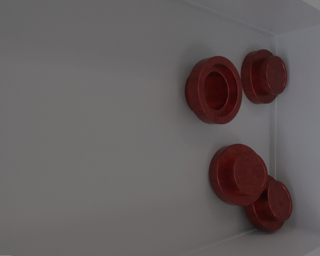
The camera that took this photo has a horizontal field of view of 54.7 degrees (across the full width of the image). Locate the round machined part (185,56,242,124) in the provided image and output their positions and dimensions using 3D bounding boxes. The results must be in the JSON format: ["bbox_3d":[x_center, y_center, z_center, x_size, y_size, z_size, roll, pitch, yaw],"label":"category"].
[{"bbox_3d":[0.075,-0.054,0.458,0.099,0.042,0.097,0,90,-40],"label":"round machined part"}]

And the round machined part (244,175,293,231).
[{"bbox_3d":[0.193,0.128,0.540,0.099,0.042,0.098,15,64,-34],"label":"round machined part"}]

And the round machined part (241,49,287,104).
[{"bbox_3d":[0.192,-0.092,0.556,0.099,0.042,0.097,0,90,-40],"label":"round machined part"}]

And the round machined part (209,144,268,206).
[{"bbox_3d":[0.130,0.073,0.488,0.099,0.042,0.098,6,76,-27],"label":"round machined part"}]
